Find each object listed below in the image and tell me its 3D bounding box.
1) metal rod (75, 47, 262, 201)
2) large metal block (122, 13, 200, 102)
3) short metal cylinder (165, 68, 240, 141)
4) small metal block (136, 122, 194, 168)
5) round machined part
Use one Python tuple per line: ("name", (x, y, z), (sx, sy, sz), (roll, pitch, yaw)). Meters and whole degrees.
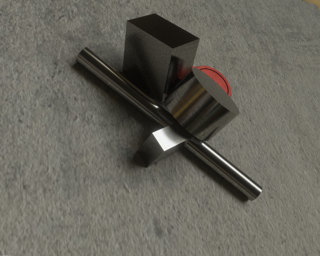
("metal rod", (0.014, -0.004, 0.417), (0.300, 0.025, 0.025), (39, 51, -3))
("large metal block", (-0.002, -0.095, 0.415), (0.080, 0.079, 0.050), (38, 48, 26))
("short metal cylinder", (0.053, -0.030, 0.390), (0.080, 0.050, 0.080), (36, 24, -19))
("small metal block", (0.006, 0.020, 0.383), (0.050, 0.050, 0.025), (-23, 74, -37))
("round machined part", (0.067, -0.054, 0.465), (0.099, 0.042, 0.098), (14, 56, -21))
